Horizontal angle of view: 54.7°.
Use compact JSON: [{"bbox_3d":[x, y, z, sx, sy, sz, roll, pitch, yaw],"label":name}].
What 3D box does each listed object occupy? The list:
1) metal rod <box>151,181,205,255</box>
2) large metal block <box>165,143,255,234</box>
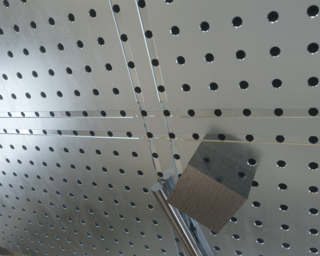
[{"bbox_3d":[0.062,0.215,0.511,0.025,0.025,0.299,-15,111,34],"label":"metal rod"},{"bbox_3d":[0.065,0.080,0.410,0.080,0.050,0.079,31,128,8],"label":"large metal block"}]
